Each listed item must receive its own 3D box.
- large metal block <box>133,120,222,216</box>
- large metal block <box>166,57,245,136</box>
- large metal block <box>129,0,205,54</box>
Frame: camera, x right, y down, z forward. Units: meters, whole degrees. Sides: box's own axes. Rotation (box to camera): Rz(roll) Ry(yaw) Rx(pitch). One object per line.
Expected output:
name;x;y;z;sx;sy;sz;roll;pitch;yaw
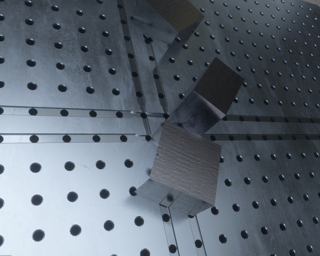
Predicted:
large metal block;0.023;0.049;0.374;0.080;0.050;0.080;25;53;-13
large metal block;0.061;-0.038;0.428;0.050;0.080;0.080;38;51;-3
large metal block;0.012;-0.180;0.508;0.080;0.050;0.080;45;51;3
